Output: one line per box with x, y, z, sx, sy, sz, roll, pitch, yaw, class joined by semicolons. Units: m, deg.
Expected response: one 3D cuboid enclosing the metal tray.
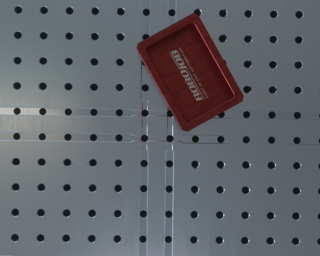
0.039;-0.071;0.410;0.090;0.030;0.130;-29;90;0;metal tray
